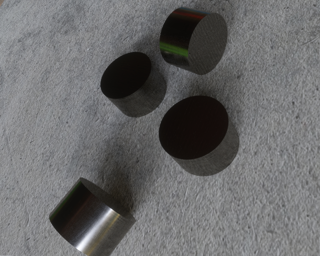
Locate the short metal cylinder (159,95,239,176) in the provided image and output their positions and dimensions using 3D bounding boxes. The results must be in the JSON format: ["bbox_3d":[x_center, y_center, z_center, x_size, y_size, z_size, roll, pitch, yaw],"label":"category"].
[{"bbox_3d":[0.046,0.009,0.358,0.080,0.050,0.080,-13,56,21],"label":"short metal cylinder"}]

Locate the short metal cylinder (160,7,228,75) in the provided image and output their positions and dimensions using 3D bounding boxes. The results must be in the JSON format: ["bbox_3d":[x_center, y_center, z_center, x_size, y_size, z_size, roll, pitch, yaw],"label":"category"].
[{"bbox_3d":[0.046,-0.117,0.416,0.050,0.080,0.080,29,78,37],"label":"short metal cylinder"}]

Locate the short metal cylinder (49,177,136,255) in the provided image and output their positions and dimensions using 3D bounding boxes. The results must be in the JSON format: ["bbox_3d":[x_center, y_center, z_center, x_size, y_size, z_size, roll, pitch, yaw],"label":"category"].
[{"bbox_3d":[-0.074,0.100,0.346,0.080,0.080,0.050,32,80,38],"label":"short metal cylinder"}]

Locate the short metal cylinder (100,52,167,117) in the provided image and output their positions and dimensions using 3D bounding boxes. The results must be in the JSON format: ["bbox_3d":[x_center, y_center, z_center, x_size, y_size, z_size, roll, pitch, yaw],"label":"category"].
[{"bbox_3d":[-0.037,-0.062,0.446,0.080,0.050,0.080,-13,56,21],"label":"short metal cylinder"}]
